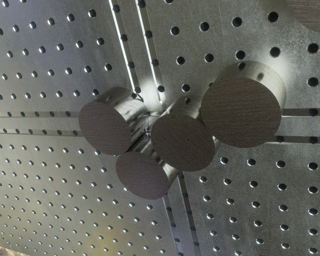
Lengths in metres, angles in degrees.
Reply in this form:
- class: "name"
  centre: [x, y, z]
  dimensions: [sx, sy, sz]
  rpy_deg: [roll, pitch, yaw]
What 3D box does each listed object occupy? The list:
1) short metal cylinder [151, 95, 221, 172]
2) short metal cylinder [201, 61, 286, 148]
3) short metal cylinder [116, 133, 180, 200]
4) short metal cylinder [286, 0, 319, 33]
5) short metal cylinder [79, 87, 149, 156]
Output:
- class: "short metal cylinder"
  centre: [0.036, 0.006, 0.380]
  dimensions: [0.080, 0.050, 0.079]
  rpy_deg: [13, 124, 21]
- class: "short metal cylinder"
  centre: [0.090, -0.026, 0.332]
  dimensions: [0.080, 0.050, 0.079]
  rpy_deg: [13, 124, 21]
- class: "short metal cylinder"
  centre: [-0.014, 0.053, 0.436]
  dimensions: [0.080, 0.050, 0.079]
  rpy_deg: [13, 124, 21]
- class: "short metal cylinder"
  centre: [0.144, -0.120, 0.245]
  dimensions: [0.080, 0.050, 0.079]
  rpy_deg: [13, 124, 21]
- class: "short metal cylinder"
  centre: [-0.062, -0.010, 0.422]
  dimensions: [0.080, 0.050, 0.079]
  rpy_deg: [13, 124, 21]
